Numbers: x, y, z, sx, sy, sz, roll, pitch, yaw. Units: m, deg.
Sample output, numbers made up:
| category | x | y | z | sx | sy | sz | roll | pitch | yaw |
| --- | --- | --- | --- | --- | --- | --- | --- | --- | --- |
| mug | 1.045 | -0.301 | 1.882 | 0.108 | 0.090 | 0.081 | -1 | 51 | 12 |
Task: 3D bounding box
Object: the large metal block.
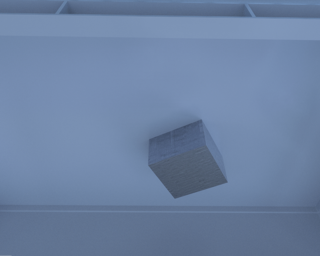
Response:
| category | x | y | z | sx | sy | sz | roll | pitch | yaw |
| --- | --- | --- | --- | --- | --- | --- | --- | --- | --- |
| large metal block | 0.039 | 0.045 | 0.431 | 0.080 | 0.050 | 0.080 | -21 | 127 | 17 |
